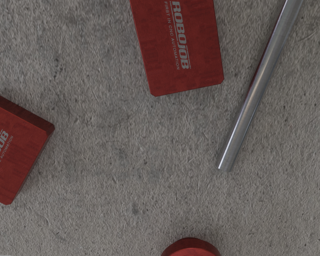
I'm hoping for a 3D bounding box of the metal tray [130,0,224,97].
[{"bbox_3d":[0.021,-0.110,0.367,0.090,0.030,0.129,-11,110,4],"label":"metal tray"}]

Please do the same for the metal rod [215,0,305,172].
[{"bbox_3d":[0.131,-0.079,0.381,0.025,0.025,0.298,16,109,-6],"label":"metal rod"}]

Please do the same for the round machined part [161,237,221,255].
[{"bbox_3d":[0.047,0.210,0.479,0.099,0.042,0.097,0,110,0],"label":"round machined part"}]

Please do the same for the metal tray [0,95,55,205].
[{"bbox_3d":[-0.213,0.031,0.417,0.090,0.030,0.129,31,107,-11],"label":"metal tray"}]
